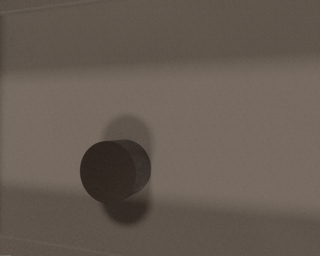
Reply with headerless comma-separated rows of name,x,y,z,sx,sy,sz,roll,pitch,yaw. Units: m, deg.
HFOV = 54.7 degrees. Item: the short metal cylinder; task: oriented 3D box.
short metal cylinder,-0.059,0.056,0.417,0.080,0.050,0.079,0,90,19
